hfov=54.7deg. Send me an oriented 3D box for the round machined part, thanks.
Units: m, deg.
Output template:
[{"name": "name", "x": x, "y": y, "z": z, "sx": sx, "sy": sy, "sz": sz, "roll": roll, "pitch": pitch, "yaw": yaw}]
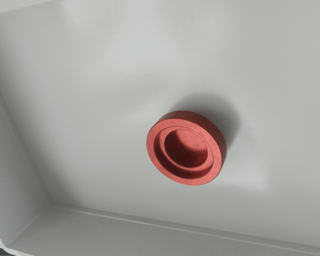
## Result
[{"name": "round machined part", "x": 0.036, "y": 0.021, "z": 0.391, "sx": 0.098, "sy": 0.042, "sz": 0.097, "roll": 13, "pitch": 124, "yaw": 20}]
